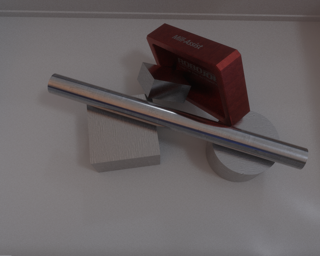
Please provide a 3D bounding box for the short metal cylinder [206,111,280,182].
[{"bbox_3d":[0.101,0.024,0.387,0.081,0.050,0.080,0,70,0],"label":"short metal cylinder"}]

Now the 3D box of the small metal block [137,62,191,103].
[{"bbox_3d":[0.004,-0.058,0.394,0.050,0.025,0.050,6,32,-26],"label":"small metal block"}]

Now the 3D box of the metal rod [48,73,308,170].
[{"bbox_3d":[0.015,-0.010,0.358,0.301,0.025,0.025,17,71,5],"label":"metal rod"}]

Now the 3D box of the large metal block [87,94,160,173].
[{"bbox_3d":[-0.045,0.007,0.392,0.081,0.050,0.080,-7,70,-3],"label":"large metal block"}]

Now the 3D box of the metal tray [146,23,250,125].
[{"bbox_3d":[0.044,-0.066,0.372,0.030,0.090,0.130,-39,45,-14],"label":"metal tray"}]
